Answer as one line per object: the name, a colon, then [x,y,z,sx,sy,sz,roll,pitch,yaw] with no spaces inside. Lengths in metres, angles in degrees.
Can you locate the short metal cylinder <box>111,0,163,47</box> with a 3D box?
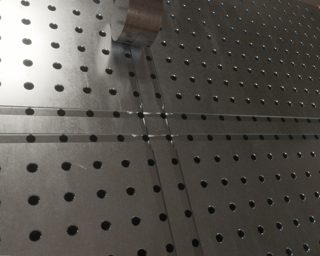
short metal cylinder: [-0.036,-0.163,0.455,0.050,0.080,0.080,6,59,-26]
